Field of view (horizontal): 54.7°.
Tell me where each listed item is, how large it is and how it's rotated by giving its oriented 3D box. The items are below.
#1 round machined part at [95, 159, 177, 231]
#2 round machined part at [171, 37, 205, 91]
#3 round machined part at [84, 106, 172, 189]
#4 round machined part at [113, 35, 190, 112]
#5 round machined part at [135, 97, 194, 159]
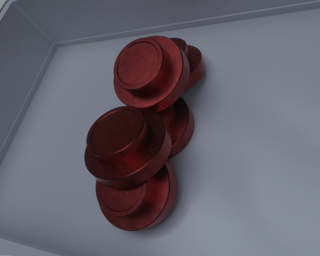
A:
[{"bbox_3d":[-0.034,0.066,0.352,0.098,0.042,0.098,-8,73,26],"label":"round machined part"},{"bbox_3d":[0.010,-0.089,0.429,0.098,0.042,0.098,-14,40,13],"label":"round machined part"},{"bbox_3d":[-0.040,0.014,0.340,0.098,0.042,0.098,-14,45,15],"label":"round machined part"},{"bbox_3d":[-0.017,-0.070,0.379,0.098,0.042,0.098,-9,70,26],"label":"round machined part"},{"bbox_3d":[-0.009,-0.008,0.402,0.098,0.042,0.098,-13,55,20],"label":"round machined part"}]
